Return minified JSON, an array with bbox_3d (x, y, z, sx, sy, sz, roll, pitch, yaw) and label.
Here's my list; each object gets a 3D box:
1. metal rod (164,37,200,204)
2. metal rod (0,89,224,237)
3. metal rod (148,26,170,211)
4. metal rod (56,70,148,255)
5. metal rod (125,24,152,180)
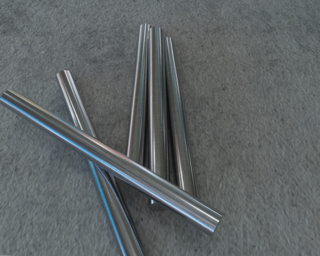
[{"bbox_3d":[0.022,-0.028,0.427,0.025,0.025,0.300,-3,50,-3],"label":"metal rod"},{"bbox_3d":[-0.070,0.027,0.345,0.300,0.025,0.025,28,55,21],"label":"metal rod"},{"bbox_3d":[-0.003,-0.036,0.421,0.025,0.025,0.300,-1,54,-1],"label":"metal rod"},{"bbox_3d":[-0.081,0.028,0.378,0.025,0.025,0.300,-19,53,-16],"label":"metal rod"},{"bbox_3d":[-0.028,-0.059,0.452,0.025,0.025,0.300,1,50,0],"label":"metal rod"}]
